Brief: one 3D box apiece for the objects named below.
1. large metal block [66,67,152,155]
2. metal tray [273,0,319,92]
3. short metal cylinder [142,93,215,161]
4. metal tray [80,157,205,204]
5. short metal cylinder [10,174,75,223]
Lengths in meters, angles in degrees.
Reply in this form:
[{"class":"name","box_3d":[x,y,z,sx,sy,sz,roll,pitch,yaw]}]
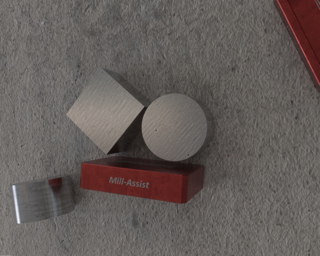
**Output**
[{"class":"large metal block","box_3d":[-0.064,-0.022,0.418,0.080,0.050,0.080,43,103,15]},{"class":"metal tray","box_3d":[0.193,-0.114,0.337,0.090,0.030,0.129,-25,82,18]},{"class":"short metal cylinder","box_3d":[0.024,-0.001,0.387,0.080,0.050,0.079,0,90,20]},{"class":"metal tray","box_3d":[-0.019,0.059,0.380,0.130,0.090,0.030,4,92,20]},{"class":"short metal cylinder","box_3d":[-0.165,0.098,0.438,0.080,0.080,0.050,-10,87,19]}]
